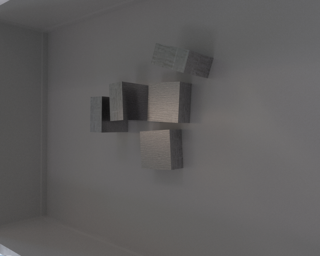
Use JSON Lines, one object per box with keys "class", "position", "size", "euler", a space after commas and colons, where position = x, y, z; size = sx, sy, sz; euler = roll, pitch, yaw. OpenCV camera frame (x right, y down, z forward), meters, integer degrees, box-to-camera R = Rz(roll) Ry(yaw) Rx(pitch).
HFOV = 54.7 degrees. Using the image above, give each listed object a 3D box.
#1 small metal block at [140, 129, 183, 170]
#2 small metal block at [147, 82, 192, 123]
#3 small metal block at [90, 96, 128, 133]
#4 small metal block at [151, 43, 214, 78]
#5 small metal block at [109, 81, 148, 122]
{"class": "small metal block", "position": [0.002, 0.028, 0.406], "size": [0.050, 0.025, 0.050], "euler": [-4, 87, 40]}
{"class": "small metal block", "position": [0.012, -0.032, 0.397], "size": [0.050, 0.025, 0.050], "euler": [5, 93, 40]}
{"class": "small metal block", "position": [-0.073, -0.019, 0.451], "size": [0.025, 0.050, 0.050], "euler": [1, 91, 40]}
{"class": "small metal block", "position": [0.027, -0.080, 0.369], "size": [0.050, 0.050, 0.025], "euler": [24, 105, 37]}
{"class": "small metal block", "position": [-0.041, -0.035, 0.425], "size": [0.025, 0.050, 0.050], "euler": [-4, 88, 40]}
